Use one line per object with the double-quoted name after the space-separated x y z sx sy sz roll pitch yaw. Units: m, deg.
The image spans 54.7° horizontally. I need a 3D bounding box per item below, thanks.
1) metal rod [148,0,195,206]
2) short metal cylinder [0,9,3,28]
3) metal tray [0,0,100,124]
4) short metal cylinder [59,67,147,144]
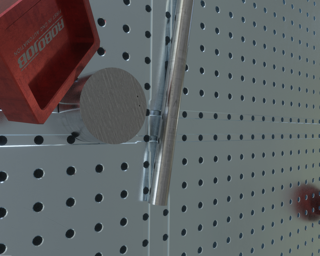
0.018 -0.047 0.423 0.025 0.025 0.298 13 82 -39 "metal rod"
-0.168 -0.075 0.233 0.081 0.080 0.050 13 82 -39 "short metal cylinder"
-0.100 -0.078 0.268 0.090 0.030 0.130 81 21 -45 "metal tray"
-0.062 -0.023 0.341 0.081 0.050 0.080 0 90 -40 "short metal cylinder"
